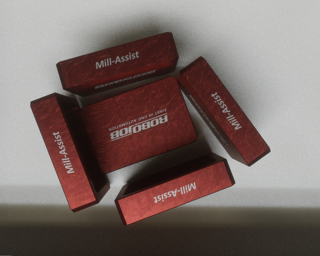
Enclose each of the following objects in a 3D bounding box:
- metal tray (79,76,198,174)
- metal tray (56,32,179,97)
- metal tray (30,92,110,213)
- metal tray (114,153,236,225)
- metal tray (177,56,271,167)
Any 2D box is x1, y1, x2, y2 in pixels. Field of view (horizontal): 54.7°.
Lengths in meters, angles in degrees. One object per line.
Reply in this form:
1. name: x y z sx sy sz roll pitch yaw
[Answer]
1. metal tray: -0.027 -0.004 0.406 0.131 0.030 0.090 -20 90 -1
2. metal tray: -0.046 -0.073 0.376 0.131 0.090 0.030 -16 90 -1
3. metal tray: -0.104 0.026 0.375 0.030 0.090 0.129 -21 90 0
4. metal tray: 0.016 0.069 0.377 0.131 0.090 0.030 -20 90 -1
5. metal tray: 0.072 -0.019 0.378 0.030 0.090 0.130 -36 90 1
